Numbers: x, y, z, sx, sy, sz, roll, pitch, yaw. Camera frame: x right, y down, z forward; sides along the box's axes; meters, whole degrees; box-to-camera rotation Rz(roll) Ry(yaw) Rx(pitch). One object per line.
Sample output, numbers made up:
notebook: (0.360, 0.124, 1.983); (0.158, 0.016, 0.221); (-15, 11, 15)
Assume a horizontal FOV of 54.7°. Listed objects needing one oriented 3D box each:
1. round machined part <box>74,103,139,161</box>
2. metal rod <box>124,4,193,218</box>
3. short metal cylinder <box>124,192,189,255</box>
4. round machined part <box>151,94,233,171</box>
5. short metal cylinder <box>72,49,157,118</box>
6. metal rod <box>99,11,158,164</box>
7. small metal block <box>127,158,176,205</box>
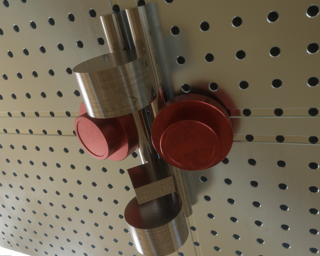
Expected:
round machined part: (-0.080, 0.005, 0.430); (0.098, 0.042, 0.097); (24, 132, 30)
metal rod: (0.005, -0.003, 0.406); (0.025, 0.025, 0.298); (1, 119, 28)
short metal cylinder: (-0.004, 0.129, 0.430); (0.080, 0.080, 0.050); (1, 119, 28)
round machined part: (0.037, 0.012, 0.371); (0.098, 0.042, 0.097); (4, 118, 9)
short metal cylinder: (-0.048, -0.051, 0.341); (0.080, 0.080, 0.050); (1, 119, 28)
metal rod: (-0.026, -0.002, 0.423); (0.025, 0.025, 0.298); (1, 119, 28)
small metal block: (-0.013, 0.070, 0.415); (0.050, 0.050, 0.025); (-17, 116, -10)
